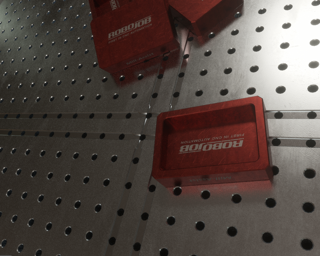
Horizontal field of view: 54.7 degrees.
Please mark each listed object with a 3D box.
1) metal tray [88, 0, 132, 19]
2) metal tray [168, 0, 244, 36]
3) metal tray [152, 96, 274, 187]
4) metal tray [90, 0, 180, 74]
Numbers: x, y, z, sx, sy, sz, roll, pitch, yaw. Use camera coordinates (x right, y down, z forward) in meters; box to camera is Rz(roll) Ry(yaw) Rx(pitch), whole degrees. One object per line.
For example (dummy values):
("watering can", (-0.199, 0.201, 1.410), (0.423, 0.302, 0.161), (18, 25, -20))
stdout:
("metal tray", (-0.083, -0.226, 0.584), (0.090, 0.030, 0.130), (-27, 53, 11))
("metal tray", (0.060, -0.214, 0.504), (0.090, 0.030, 0.130), (-38, 51, 2))
("metal tray", (0.058, 0.017, 0.362), (0.130, 0.030, 0.090), (-9, 58, 23))
("metal tray", (-0.042, -0.152, 0.497), (0.130, 0.030, 0.090), (-17, 78, 18))
